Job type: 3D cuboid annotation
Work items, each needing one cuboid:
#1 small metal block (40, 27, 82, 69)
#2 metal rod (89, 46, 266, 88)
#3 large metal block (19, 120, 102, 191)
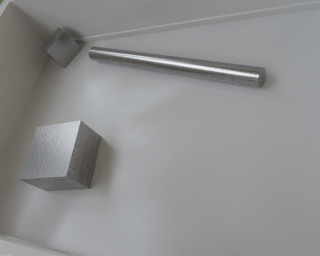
[{"bbox_3d":[-0.182,-0.147,0.573,0.025,0.050,0.050,32,80,38],"label":"small metal block"},{"bbox_3d":[0.004,-0.096,0.460,0.300,0.025,0.025,16,70,34],"label":"metal rod"},{"bbox_3d":[-0.137,0.041,0.435,0.080,0.050,0.080,-7,59,24],"label":"large metal block"}]
